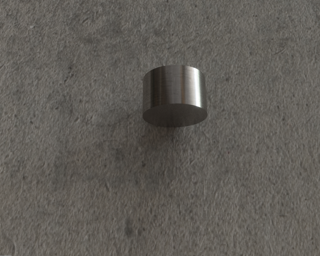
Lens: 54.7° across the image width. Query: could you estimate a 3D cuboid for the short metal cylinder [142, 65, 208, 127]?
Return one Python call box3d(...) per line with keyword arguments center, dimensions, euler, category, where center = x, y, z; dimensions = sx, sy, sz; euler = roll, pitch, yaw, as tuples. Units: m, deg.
box3d(center=(0.018, -0.038, 0.393), dimensions=(0.081, 0.080, 0.050), euler=(0, 70, -1), category="short metal cylinder")
